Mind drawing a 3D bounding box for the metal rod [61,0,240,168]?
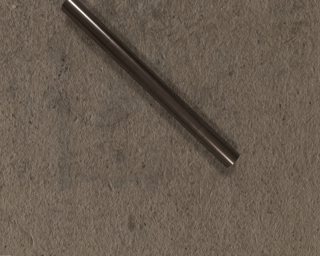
[{"bbox_3d":[-0.012,-0.060,0.409,0.300,0.025,0.025,44,90,-1],"label":"metal rod"}]
